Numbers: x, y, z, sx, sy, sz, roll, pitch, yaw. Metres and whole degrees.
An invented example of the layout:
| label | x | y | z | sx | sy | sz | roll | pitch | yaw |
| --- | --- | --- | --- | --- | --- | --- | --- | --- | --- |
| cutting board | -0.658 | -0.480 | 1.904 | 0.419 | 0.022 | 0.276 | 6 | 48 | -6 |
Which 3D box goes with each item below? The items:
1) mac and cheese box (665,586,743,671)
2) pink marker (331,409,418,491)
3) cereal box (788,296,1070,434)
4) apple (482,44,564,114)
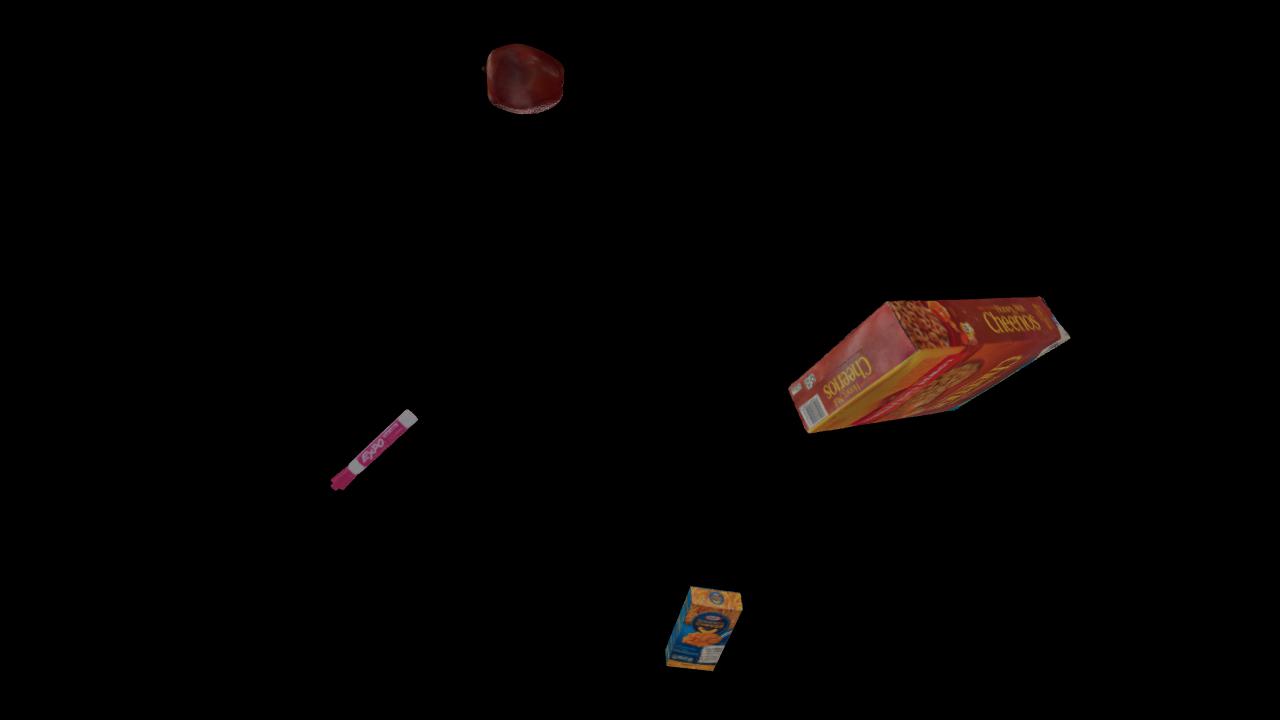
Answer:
| label | x | y | z | sx | sy | sz | roll | pitch | yaw |
| --- | --- | --- | --- | --- | --- | --- | --- | --- | --- |
| mac and cheese box | 0.111 | 0.480 | 1.093 | 0.093 | 0.184 | 0.041 | 11 | 31 | -5 |
| pink marker | -0.313 | 0.107 | 0.724 | 0.121 | 0.020 | 0.020 | -45 | 10 | -11 |
| cereal box | 0.375 | 0.006 | 0.803 | 0.306 | 0.081 | 0.203 | -3 | -30 | -29 |
| apple | -0.135 | -0.323 | 0.708 | 0.093 | 0.079 | 0.079 | 4 | -1 | -12 |
